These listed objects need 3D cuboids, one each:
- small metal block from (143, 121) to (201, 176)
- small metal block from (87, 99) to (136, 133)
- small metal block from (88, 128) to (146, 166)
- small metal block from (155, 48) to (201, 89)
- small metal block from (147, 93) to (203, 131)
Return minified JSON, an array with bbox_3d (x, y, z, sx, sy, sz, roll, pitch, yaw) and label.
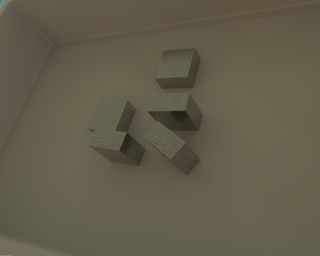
[{"bbox_3d":[0.015,0.024,0.366,0.025,0.050,0.050,-48,52,-5],"label":"small metal block"},{"bbox_3d":[-0.069,-0.013,0.449,0.050,0.025,0.050,5,64,30],"label":"small metal block"},{"bbox_3d":[-0.055,0.025,0.402,0.050,0.050,0.025,6,65,31],"label":"small metal block"},{"bbox_3d":[0.026,-0.085,0.443,0.050,0.025,0.050,2,63,28],"label":"small metal block"},{"bbox_3d":[0.020,-0.019,0.390,0.050,0.050,0.025,0,62,28],"label":"small metal block"}]
